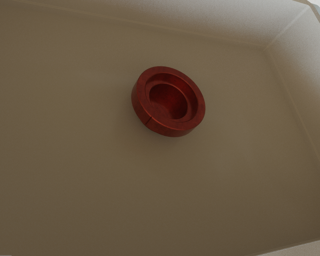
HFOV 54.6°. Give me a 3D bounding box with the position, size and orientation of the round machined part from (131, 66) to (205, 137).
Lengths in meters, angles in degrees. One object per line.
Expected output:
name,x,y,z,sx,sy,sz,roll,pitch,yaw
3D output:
round machined part,0.008,-0.031,0.413,0.099,0.042,0.098,13,56,-21
